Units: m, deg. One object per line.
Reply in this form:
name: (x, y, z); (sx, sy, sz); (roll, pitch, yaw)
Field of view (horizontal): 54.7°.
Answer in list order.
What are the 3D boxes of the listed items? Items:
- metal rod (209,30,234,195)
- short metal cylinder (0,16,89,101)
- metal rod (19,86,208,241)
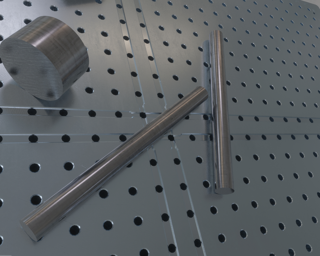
metal rod: (0.093, -0.043, 0.484); (0.025, 0.025, 0.300); (17, 55, -19)
short metal cylinder: (-0.129, -0.078, 0.351); (0.080, 0.080, 0.050); (35, 51, -5)
metal rod: (-0.029, 0.021, 0.379); (0.025, 0.025, 0.302); (48, 51, 5)
